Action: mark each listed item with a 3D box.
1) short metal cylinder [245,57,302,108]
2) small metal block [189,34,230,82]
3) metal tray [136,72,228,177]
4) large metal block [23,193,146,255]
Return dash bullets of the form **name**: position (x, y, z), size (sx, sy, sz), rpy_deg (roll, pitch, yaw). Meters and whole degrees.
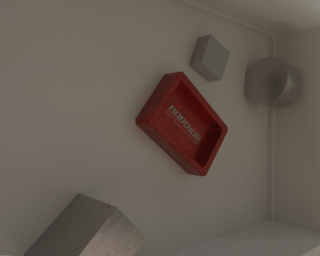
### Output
- **short metal cylinder**: position (0.196, -0.077, 0.538), size (0.050, 0.080, 0.080), rpy_deg (9, 84, -40)
- **small metal block**: position (0.076, -0.105, 0.473), size (0.050, 0.025, 0.050), rpy_deg (31, 71, -36)
- **metal tray**: position (0.036, -0.003, 0.435), size (0.130, 0.030, 0.090), rpy_deg (45, 63, -31)
- **large metal block**: position (-0.075, 0.118, 0.309), size (0.080, 0.080, 0.050), rpy_deg (-50, 120, -28)
